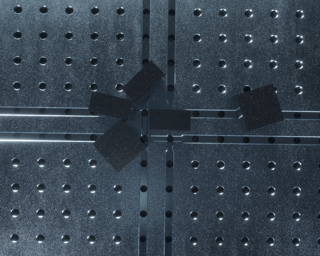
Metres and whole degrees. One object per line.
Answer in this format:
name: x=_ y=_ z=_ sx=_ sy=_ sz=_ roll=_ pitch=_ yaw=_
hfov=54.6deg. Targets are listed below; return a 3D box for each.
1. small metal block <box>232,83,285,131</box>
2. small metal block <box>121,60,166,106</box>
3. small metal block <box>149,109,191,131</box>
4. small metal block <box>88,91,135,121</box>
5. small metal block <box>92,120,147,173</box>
small metal block: x=0.130 y=-0.027 z=0.414 sx=0.050 sy=0.025 sz=0.050 roll=-17 pitch=90 yaw=0
small metal block: x=-0.020 y=-0.056 z=0.401 sx=0.050 sy=0.050 sz=0.025 roll=-44 pitch=90 yaw=0
small metal block: x=0.012 y=-0.010 z=0.401 sx=0.050 sy=0.050 sz=0.025 roll=2 pitch=90 yaw=0
small metal block: x=-0.060 y=-0.027 z=0.400 sx=0.050 sy=0.050 sz=0.025 roll=13 pitch=91 yaw=0
small metal block: x=-0.052 y=0.023 z=0.413 sx=0.050 sy=0.025 sz=0.050 roll=-41 pitch=90 yaw=0
